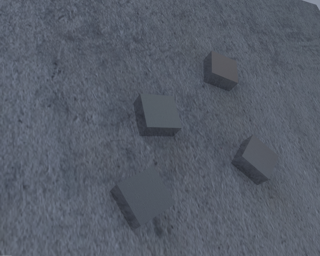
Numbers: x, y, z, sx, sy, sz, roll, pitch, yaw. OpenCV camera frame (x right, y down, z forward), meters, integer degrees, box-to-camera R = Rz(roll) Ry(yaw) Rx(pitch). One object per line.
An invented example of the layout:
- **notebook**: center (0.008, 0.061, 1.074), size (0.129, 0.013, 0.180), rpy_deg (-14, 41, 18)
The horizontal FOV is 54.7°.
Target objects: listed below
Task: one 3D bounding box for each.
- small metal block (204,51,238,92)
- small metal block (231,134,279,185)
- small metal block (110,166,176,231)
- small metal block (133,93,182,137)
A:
- **small metal block**: center (0.101, -0.095, 0.519), size (0.050, 0.025, 0.050), rpy_deg (18, 55, -18)
- **small metal block**: center (0.140, 0.046, 0.453), size (0.050, 0.025, 0.050), rpy_deg (41, 51, -1)
- **small metal block**: center (-0.019, 0.078, 0.347), size (0.050, 0.025, 0.050), rpy_deg (-23, 74, -36)
- **small metal block**: center (-0.004, -0.017, 0.413), size (0.050, 0.025, 0.050), rpy_deg (2, 61, -28)
